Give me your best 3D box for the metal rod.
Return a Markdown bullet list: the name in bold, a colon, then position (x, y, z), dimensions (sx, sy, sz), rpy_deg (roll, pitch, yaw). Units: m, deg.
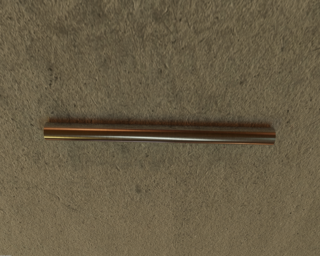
- **metal rod**: position (0.001, 0.008, 0.415), dimensions (0.302, 0.025, 0.025), rpy_deg (1, 130, -2)
